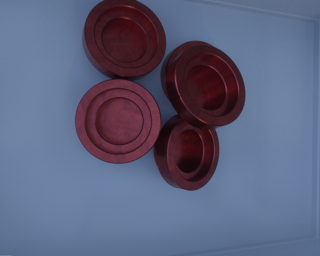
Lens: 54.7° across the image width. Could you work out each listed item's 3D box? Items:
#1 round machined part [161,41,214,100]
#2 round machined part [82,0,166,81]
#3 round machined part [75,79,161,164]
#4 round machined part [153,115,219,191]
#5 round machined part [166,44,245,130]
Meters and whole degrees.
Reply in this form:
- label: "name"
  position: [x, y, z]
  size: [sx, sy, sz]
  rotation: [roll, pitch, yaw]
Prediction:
- label: "round machined part"
  position: [0.054, -0.071, 0.423]
  size: [0.099, 0.042, 0.097]
  rotation: [0, 90, -21]
- label: "round machined part"
  position: [-0.046, -0.105, 0.381]
  size: [0.099, 0.042, 0.097]
  rotation: [3, 82, -21]
- label: "round machined part"
  position: [-0.048, -0.008, 0.374]
  size: [0.099, 0.042, 0.097]
  rotation: [0, 92, 0]
- label: "round machined part"
  position: [0.030, 0.030, 0.402]
  size: [0.099, 0.042, 0.097]
  rotation: [0, 91, -43]
- label: "round machined part"
  position: [0.050, -0.045, 0.368]
  size: [0.099, 0.042, 0.098]
  rotation: [8, 74, -27]
